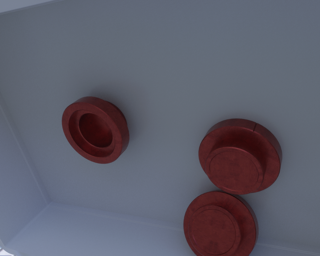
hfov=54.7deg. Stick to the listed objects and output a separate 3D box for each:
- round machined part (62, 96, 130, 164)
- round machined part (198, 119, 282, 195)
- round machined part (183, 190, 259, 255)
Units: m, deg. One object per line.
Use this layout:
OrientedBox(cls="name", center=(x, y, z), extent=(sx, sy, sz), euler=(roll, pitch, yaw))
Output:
OrientedBox(cls="round machined part", center=(-0.086, -0.001, 0.441), extent=(0.098, 0.042, 0.097), euler=(13, 124, 20))
OrientedBox(cls="round machined part", center=(0.093, 0.041, 0.373), extent=(0.098, 0.042, 0.097), euler=(13, 124, 20))
OrientedBox(cls="round machined part", center=(0.076, 0.133, 0.409), extent=(0.098, 0.042, 0.097), euler=(-3, 83, 25))
